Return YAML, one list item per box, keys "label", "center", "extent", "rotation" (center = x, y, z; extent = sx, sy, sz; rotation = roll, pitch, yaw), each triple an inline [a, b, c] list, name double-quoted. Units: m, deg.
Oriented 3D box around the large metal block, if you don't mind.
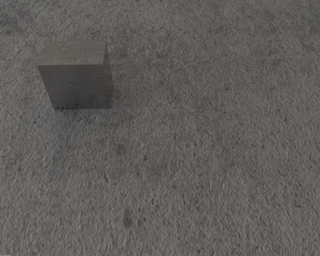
- label: "large metal block"
  center: [-0.111, -0.071, 0.427]
  extent: [0.080, 0.080, 0.050]
  rotation: [-1, 50, -1]
